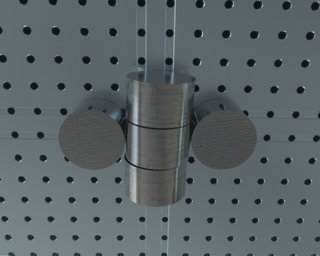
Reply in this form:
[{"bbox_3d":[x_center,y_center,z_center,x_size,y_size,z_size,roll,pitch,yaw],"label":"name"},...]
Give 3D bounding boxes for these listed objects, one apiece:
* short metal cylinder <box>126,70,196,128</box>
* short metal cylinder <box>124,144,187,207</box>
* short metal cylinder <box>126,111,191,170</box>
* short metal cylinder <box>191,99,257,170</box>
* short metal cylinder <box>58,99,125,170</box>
[{"bbox_3d":[0.000,-0.037,0.370,0.081,0.080,0.050,2,110,-1],"label":"short metal cylinder"},{"bbox_3d":[-0.006,0.059,0.405,0.081,0.080,0.050,1,110,-1],"label":"short metal cylinder"},{"bbox_3d":[-0.002,0.011,0.388,0.081,0.080,0.050,2,110,-1],"label":"short metal cylinder"},{"bbox_3d":[0.079,0.007,0.403,0.081,0.050,0.079,0,110,-1],"label":"short metal cylinder"},{"bbox_3d":[-0.083,0.007,0.401,0.081,0.050,0.079,0,110,-1],"label":"short metal cylinder"}]
